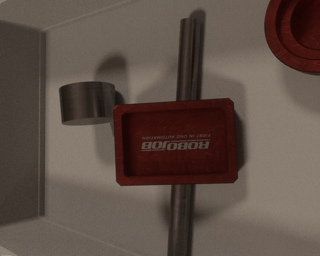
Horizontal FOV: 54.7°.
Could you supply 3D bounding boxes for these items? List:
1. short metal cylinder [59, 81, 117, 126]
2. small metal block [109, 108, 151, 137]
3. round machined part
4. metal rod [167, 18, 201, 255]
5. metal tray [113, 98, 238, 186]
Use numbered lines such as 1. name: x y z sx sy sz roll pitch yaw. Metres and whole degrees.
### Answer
1. short metal cylinder: -0.104 -0.034 0.454 0.080 0.081 0.050 -11 83 39
2. small metal block: -0.034 -0.008 0.403 0.050 0.050 0.025 167 90 -69
3. round machined part: 0.148 -0.095 0.273 0.098 0.042 0.097 0 90 39
4. metal rod: 0.029 0.019 0.380 0.025 0.025 0.298 5 93 39
5. metal tray: 0.017 0.016 0.346 0.131 0.030 0.089 -3 88 8
